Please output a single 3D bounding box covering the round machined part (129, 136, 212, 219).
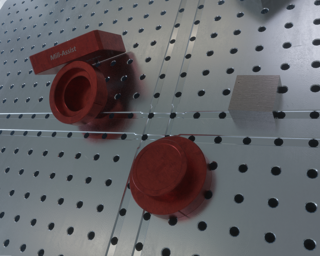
[{"bbox_3d":[0.007,0.052,0.362,0.098,0.042,0.098,-13,56,21],"label":"round machined part"}]

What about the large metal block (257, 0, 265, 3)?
[{"bbox_3d":[0.154,-0.246,0.462,0.080,0.050,0.080,-37,51,3],"label":"large metal block"}]

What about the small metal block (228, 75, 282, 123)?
[{"bbox_3d":[0.114,-0.035,0.370,0.050,0.025,0.050,6,64,30],"label":"small metal block"}]

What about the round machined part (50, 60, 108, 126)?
[{"bbox_3d":[-0.121,-0.051,0.480,0.098,0.042,0.098,-5,79,29],"label":"round machined part"}]

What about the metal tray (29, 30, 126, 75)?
[{"bbox_3d":[-0.134,-0.122,0.512,0.130,0.090,0.030,-15,96,20],"label":"metal tray"}]
